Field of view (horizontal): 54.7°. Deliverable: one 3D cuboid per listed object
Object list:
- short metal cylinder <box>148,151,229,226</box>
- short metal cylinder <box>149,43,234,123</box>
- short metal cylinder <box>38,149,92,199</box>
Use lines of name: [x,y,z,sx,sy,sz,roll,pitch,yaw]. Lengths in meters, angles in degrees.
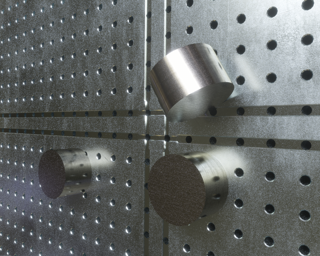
short metal cylinder: [0.032,0.069,0.365,0.080,0.050,0.079,0,90,39]
short metal cylinder: [0.034,-0.048,0.344,0.080,0.081,0.050,-37,68,33]
short metal cylinder: [-0.161,0.075,0.523,0.080,0.050,0.079,0,90,39]
